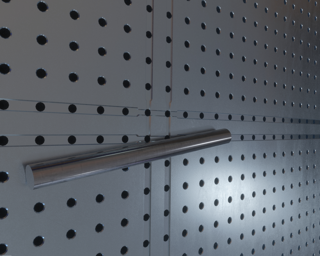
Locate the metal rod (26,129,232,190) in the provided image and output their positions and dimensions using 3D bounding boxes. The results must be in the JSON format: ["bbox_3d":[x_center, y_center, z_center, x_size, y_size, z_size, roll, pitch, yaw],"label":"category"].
[{"bbox_3d":[-0.012,0.031,0.398,0.302,0.025,0.025,-9,96,-40],"label":"metal rod"}]
